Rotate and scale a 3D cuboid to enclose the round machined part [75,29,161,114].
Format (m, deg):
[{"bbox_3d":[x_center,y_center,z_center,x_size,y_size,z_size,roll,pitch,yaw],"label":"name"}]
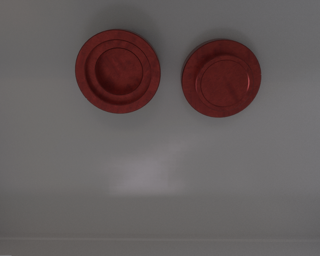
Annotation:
[{"bbox_3d":[-0.048,-0.070,0.376,0.099,0.042,0.097,0,110,0],"label":"round machined part"}]

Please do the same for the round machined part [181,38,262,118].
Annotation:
[{"bbox_3d":[0.076,-0.058,0.381,0.099,0.042,0.097,0,110,0],"label":"round machined part"}]
